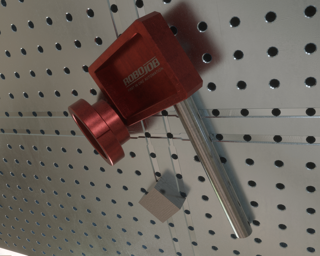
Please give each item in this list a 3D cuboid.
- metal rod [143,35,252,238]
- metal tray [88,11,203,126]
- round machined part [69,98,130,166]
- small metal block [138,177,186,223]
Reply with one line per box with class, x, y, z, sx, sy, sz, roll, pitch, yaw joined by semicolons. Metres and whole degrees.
metal rod;0.054;0.020;0.393;0.025;0.025;0.299;-15;111;34
metal tray;-0.023;-0.059;0.355;0.130;0.030;0.090;-22;105;53
round machined part;-0.077;0.000;0.420;0.098;0.042;0.098;46;162;20
small metal block;0.003;0.112;0.477;0.050;0.025;0.050;40;129;0
